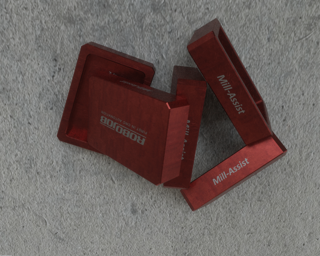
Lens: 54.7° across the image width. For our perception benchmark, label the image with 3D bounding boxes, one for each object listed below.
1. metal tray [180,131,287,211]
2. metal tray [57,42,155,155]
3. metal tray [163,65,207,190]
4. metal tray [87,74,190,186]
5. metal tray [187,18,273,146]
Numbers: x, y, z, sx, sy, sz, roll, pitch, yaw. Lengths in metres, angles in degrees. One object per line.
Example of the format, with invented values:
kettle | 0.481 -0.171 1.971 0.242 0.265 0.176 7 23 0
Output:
metal tray | 0.097 0.056 0.398 0.130 0.090 0.030 -36 71 12
metal tray | -0.069 -0.033 0.395 0.091 0.030 0.129 19 109 -7
metal tray | 0.026 -0.003 0.376 0.030 0.090 0.129 6 111 -3
metal tray | -0.031 -0.004 0.349 0.130 0.030 0.089 24 116 38
metal tray | 0.082 -0.055 0.355 0.030 0.090 0.130 -27 109 24
